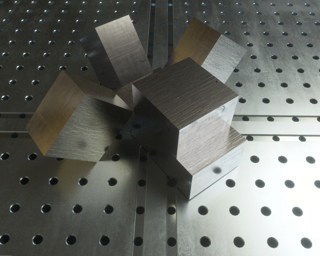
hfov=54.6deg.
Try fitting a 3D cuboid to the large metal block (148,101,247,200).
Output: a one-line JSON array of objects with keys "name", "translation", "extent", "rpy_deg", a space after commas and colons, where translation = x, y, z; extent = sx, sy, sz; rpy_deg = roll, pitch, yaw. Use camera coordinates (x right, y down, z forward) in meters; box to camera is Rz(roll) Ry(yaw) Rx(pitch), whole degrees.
[{"name": "large metal block", "translation": [0.042, 0.024, 0.371], "extent": [0.080, 0.050, 0.080], "rpy_deg": [-29, 55, -23]}]

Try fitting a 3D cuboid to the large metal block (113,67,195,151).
[{"name": "large metal block", "translation": [-0.007, -0.026, 0.414], "extent": [0.080, 0.050, 0.080], "rpy_deg": [-31, 57, -23]}]

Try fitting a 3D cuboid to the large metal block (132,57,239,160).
[{"name": "large metal block", "translation": [0.026, -0.025, 0.346], "extent": [0.080, 0.050, 0.080], "rpy_deg": [-29, 57, -24]}]

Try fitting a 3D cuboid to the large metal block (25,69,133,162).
[{"name": "large metal block", "translation": [-0.091, -0.010, 0.360], "extent": [0.050, 0.080, 0.080], "rpy_deg": [44, 104, 31]}]

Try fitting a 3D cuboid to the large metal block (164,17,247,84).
[{"name": "large metal block", "translation": [0.063, -0.095, 0.432], "extent": [0.050, 0.080, 0.080], "rpy_deg": [44, 23, 31]}]

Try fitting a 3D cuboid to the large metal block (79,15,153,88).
[{"name": "large metal block", "translation": [-0.064, -0.103, 0.438], "extent": [0.050, 0.080, 0.080], "rpy_deg": [-31, 17, -23]}]
